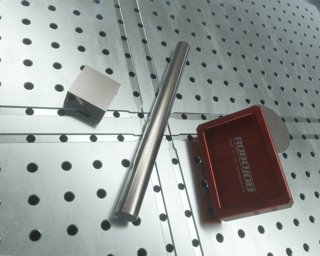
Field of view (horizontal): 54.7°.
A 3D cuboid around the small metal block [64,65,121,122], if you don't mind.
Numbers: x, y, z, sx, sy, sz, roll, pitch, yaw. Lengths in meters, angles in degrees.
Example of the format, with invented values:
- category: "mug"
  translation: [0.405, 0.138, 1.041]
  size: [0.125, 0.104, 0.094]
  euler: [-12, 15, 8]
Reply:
- category: "small metal block"
  translation: [-0.084, -0.044, 0.391]
  size: [0.050, 0.025, 0.050]
  euler: [29, 52, -10]

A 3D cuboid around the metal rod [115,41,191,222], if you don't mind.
- category: "metal rod"
  translation: [0.001, -0.019, 0.421]
  size: [0.025, 0.025, 0.300]
  euler: [27, 52, -12]

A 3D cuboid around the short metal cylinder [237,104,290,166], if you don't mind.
- category: "short metal cylinder"
  translation: [0.145, 0.011, 0.466]
  size: [0.081, 0.050, 0.080]
  euler: [14, 56, -21]

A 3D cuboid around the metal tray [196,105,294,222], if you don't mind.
- category: "metal tray"
  translation: [0.104, 0.045, 0.397]
  size: [0.030, 0.090, 0.130]
  euler: [39, 37, -55]
